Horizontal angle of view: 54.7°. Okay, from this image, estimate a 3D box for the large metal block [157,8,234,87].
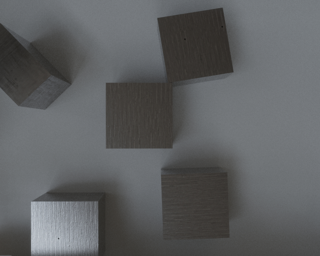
[{"bbox_3d":[0.043,-0.100,0.399,0.081,0.050,0.080,-9,90,-1],"label":"large metal block"}]

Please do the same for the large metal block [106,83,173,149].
[{"bbox_3d":[-0.025,-0.015,0.399,0.081,0.050,0.079,0,90,-1],"label":"large metal block"}]

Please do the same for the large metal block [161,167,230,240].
[{"bbox_3d":[0.043,0.095,0.400,0.081,0.050,0.079,-2,90,-1],"label":"large metal block"}]

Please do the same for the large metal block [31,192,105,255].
[{"bbox_3d":[-0.115,0.128,0.398,0.081,0.050,0.079,0,90,-1],"label":"large metal block"}]

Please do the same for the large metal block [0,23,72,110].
[{"bbox_3d":[-0.166,-0.070,0.382,0.050,0.080,0.080,-44,91,0],"label":"large metal block"}]
